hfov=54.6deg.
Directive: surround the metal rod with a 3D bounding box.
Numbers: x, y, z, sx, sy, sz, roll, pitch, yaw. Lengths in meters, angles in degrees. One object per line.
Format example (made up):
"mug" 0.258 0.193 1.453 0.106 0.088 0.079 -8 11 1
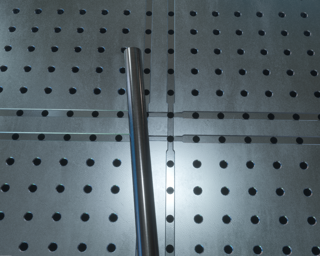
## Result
"metal rod" -0.026 0.029 0.401 0.025 0.025 0.299 -5 70 -2
